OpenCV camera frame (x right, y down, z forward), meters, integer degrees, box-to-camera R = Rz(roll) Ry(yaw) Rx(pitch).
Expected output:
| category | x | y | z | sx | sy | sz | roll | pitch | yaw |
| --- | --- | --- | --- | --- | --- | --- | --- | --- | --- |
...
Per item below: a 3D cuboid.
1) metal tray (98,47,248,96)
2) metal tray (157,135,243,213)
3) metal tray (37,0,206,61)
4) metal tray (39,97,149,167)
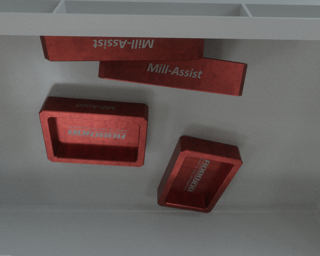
| category | x | y | z | sx | sy | sz | roll | pitch | yaw |
| --- | --- | --- | --- | --- | --- | --- | --- | --- | --- |
| metal tray | 0.009 | -0.059 | 0.313 | 0.131 | 0.090 | 0.030 | 7 | 101 | -6 |
| metal tray | 0.055 | 0.075 | 0.470 | 0.091 | 0.030 | 0.129 | 12 | 129 | -11 |
| metal tray | -0.031 | -0.093 | 0.281 | 0.131 | 0.090 | 0.030 | -1 | 127 | -3 |
| metal tray | -0.084 | 0.008 | 0.410 | 0.131 | 0.030 | 0.089 | 4 | 130 | -4 |
